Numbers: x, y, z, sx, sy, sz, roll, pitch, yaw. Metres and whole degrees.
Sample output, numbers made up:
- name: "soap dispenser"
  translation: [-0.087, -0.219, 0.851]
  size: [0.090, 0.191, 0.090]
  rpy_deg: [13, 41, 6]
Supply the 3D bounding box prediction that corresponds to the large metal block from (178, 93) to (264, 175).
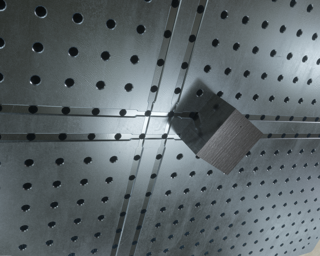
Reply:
- name: "large metal block"
  translation: [0.089, 0.011, 0.449]
  size: [0.080, 0.050, 0.080]
  rpy_deg: [33, 100, -38]
